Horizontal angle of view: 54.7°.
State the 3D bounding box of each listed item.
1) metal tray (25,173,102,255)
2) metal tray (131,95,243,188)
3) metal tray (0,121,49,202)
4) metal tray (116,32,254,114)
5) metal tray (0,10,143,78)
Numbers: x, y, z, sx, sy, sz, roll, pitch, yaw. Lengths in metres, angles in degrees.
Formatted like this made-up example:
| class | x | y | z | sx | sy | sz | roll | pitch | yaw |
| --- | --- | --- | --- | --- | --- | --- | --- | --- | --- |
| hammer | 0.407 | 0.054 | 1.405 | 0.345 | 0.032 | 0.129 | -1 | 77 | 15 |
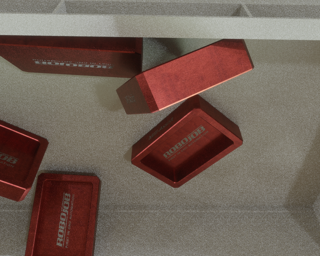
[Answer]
| class | x | y | z | sx | sy | sz | roll | pitch | yaw |
| --- | --- | --- | --- | --- | --- | --- | --- | --- | --- |
| metal tray | -0.139 | 0.135 | 0.456 | 0.091 | 0.129 | 0.030 | 4 | 163 | -5 |
| metal tray | 0.034 | 0.024 | 0.426 | 0.090 | 0.030 | 0.130 | 34 | 122 | -26 |
| metal tray | -0.218 | 0.028 | 0.387 | 0.131 | 0.090 | 0.030 | 27 | 125 | -21 |
| metal tray | 0.013 | -0.044 | 0.288 | 0.091 | 0.130 | 0.030 | -25 | 98 | -13 |
| metal tray | -0.083 | -0.077 | 0.303 | 0.131 | 0.090 | 0.030 | 3 | 85 | -3 |
